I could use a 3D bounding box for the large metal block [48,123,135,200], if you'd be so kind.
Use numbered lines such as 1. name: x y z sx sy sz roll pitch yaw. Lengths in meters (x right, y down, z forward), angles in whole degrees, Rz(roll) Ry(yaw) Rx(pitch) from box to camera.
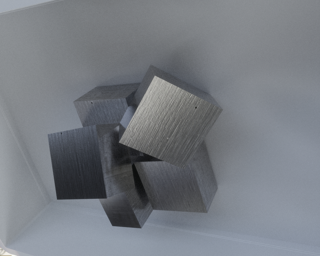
1. large metal block: -0.083 0.040 0.373 0.080 0.050 0.080 -10 88 32

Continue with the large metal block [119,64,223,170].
1. large metal block: 0.009 -0.012 0.344 0.080 0.050 0.080 24 109 -17

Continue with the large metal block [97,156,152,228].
1. large metal block: -0.043 0.083 0.443 0.050 0.080 0.080 -7 115 31

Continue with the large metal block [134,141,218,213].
1. large metal block: 0.023 0.064 0.414 0.080 0.050 0.080 -5 116 30

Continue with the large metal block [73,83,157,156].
1. large metal block: -0.055 -0.011 0.412 0.080 0.050 0.080 -1 118 28
